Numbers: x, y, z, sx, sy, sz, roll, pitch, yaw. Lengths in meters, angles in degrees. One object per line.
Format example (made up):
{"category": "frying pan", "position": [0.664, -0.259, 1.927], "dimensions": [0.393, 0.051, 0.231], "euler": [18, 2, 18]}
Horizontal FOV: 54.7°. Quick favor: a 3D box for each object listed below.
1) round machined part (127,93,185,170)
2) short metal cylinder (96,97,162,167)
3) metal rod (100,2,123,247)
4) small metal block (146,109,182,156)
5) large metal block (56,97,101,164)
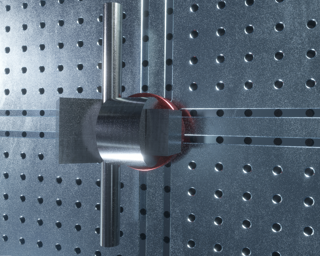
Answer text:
{"category": "round machined part", "position": [-0.015, 0.004, 0.407], "dimensions": [0.098, 0.042, 0.097], "euler": [0, 90, 19]}
{"category": "short metal cylinder", "position": [-0.032, 0.004, 0.361], "dimensions": [0.050, 0.080, 0.079], "euler": [1, 90, 20]}
{"category": "metal rod", "position": [-0.061, -0.004, 0.389], "dimensions": [0.025, 0.025, 0.298], "euler": [1, 90, 19]}
{"category": "small metal block", "position": [0.006, 0.004, 0.352], "dimensions": [0.025, 0.050, 0.050], "euler": [1, 91, 20]}
{"category": "large metal block", "position": [-0.111, 0.003, 0.415], "dimensions": [0.050, 0.080, 0.079], "euler": [1, 90, -21]}
